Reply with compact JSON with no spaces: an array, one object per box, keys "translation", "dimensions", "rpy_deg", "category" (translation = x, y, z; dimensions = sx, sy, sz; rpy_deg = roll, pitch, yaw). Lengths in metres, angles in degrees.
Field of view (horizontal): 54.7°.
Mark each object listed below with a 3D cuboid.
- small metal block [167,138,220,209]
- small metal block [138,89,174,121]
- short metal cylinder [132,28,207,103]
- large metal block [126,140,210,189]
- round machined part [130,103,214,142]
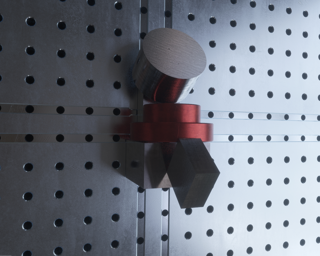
[{"translation":[0.032,0.045,0.315],"dimensions":[0.025,0.050,0.050],"rpy_deg":[1,128,-21],"category":"small metal block"},{"translation":[-0.002,-0.031,0.412],"dimensions":[0.050,0.025,0.050],"rpy_deg":[1,90,-21],"category":"small metal block"},{"translation":[0.011,-0.077,0.386],"dimensions":[0.081,0.050,0.080],"rpy_deg":[10,57,-15],"category":"short metal cylinder"},{"translation":[0.007,0.041,0.386],"dimensions":[0.081,0.080,0.050],"rpy_deg":[1,90,-20],"category":"large metal block"},{"translation":[0.014,-0.006,0.369],"dimensions":[0.099,0.098,0.042],"rpy_deg":[1,90,-20],"category":"round machined part"}]
